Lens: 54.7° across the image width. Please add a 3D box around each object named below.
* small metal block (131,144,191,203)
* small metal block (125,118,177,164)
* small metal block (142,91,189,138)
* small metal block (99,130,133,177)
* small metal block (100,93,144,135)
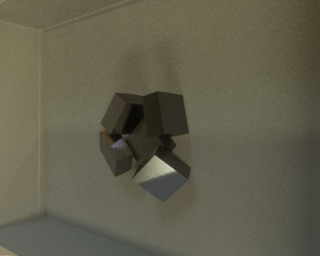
[{"bbox_3d":[0.002,0.057,0.384,0.050,0.025,0.050,38,119,-8],"label":"small metal block"},{"bbox_3d":[-0.014,0.021,0.413,0.050,0.025,0.050,-49,61,28],"label":"small metal block"},{"bbox_3d":[0.007,-0.015,0.380,0.025,0.050,0.050,-14,81,38],"label":"small metal block"},{"bbox_3d":[-0.063,0.034,0.439,0.050,0.025,0.050,56,155,24],"label":"small metal block"},{"bbox_3d":[-0.045,-0.019,0.423,0.025,0.050,0.050,44,116,31],"label":"small metal block"}]
